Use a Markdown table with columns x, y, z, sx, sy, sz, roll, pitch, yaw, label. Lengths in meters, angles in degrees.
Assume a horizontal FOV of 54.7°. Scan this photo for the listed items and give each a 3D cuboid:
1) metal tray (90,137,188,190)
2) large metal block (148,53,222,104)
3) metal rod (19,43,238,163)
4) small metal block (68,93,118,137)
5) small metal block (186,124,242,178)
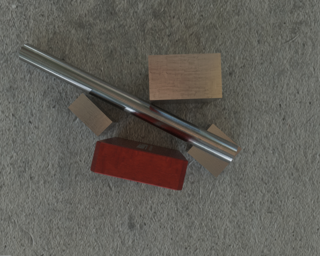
| x | y | z | sx | sy | sz | roll | pitch | yaw | label |
| --- | --- | --- | --- | --- | --- | --- | --- | --- | --- |
| -0.020 | 0.036 | 0.359 | 0.091 | 0.130 | 0.030 | 12 | 90 | 0 | metal tray |
| 0.028 | -0.057 | 0.383 | 0.081 | 0.080 | 0.050 | -2 | 90 | -1 | large metal block |
| -0.043 | -0.034 | 0.397 | 0.301 | 0.025 | 0.025 | 26 | 90 | 5 | metal rod |
| -0.084 | -0.016 | 0.397 | 0.050 | 0.050 | 0.025 | 44 | 90 | -1 | small metal block |
| 0.071 | 0.029 | 0.413 | 0.050 | 0.025 | 0.050 | 41 | 90 | -1 | small metal block |
